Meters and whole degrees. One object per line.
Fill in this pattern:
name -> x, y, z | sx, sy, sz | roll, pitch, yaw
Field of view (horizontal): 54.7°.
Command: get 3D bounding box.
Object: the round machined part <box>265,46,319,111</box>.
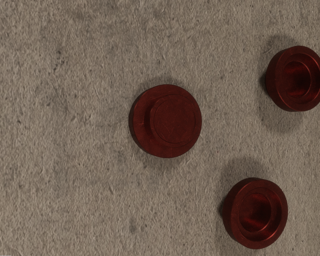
round machined part -> 0.203, -0.073, 0.477 | 0.099, 0.042, 0.097 | 0, 90, -21

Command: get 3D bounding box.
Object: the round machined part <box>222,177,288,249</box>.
round machined part -> 0.133, 0.120, 0.451 | 0.099, 0.042, 0.097 | 0, 90, -21

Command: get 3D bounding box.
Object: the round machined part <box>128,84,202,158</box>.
round machined part -> 0.012, -0.009, 0.405 | 0.099, 0.042, 0.097 | 0, 90, -21
